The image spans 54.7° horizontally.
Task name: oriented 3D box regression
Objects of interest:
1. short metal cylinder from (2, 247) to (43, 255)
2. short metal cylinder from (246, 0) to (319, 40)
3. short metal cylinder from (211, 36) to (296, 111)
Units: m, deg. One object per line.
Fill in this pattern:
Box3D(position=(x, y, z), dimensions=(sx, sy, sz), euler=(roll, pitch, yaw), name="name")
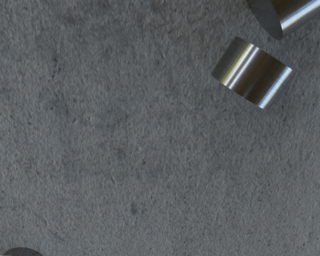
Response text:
Box3D(position=(-0.220, 0.235, 0.480), dimensions=(0.081, 0.050, 0.079), euler=(0, 110, -1), name="short metal cylinder")
Box3D(position=(0.130, -0.142, 0.330), dimensions=(0.050, 0.080, 0.080), euler=(-33, 107, 11), name="short metal cylinder")
Box3D(position=(0.107, -0.063, 0.359), dimensions=(0.080, 0.080, 0.050), euler=(29, 107, -11), name="short metal cylinder")
